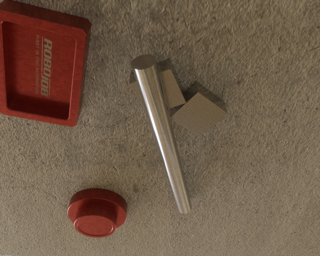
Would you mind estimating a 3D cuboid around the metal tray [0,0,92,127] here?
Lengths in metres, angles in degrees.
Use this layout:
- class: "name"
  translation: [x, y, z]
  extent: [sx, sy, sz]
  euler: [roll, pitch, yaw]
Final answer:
- class: "metal tray"
  translation: [-0.131, -0.065, 0.346]
  extent: [0.091, 0.030, 0.129]
  euler: [11, 129, -10]

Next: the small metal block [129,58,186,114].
- class: "small metal block"
  translation: [-0.002, -0.048, 0.367]
  extent: [0.050, 0.025, 0.050]
  euler: [-18, 128, 14]

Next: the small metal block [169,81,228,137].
- class: "small metal block"
  translation: [0.047, -0.023, 0.389]
  extent: [0.050, 0.025, 0.050]
  euler: [32, 123, -25]

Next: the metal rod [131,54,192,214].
- class: "metal rod"
  translation: [0.012, 0.034, 0.413]
  extent: [0.025, 0.025, 0.299]
  euler: [-9, 137, 7]

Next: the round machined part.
- class: "round machined part"
  translation: [-0.106, 0.148, 0.521]
  extent: [0.099, 0.042, 0.097]
  euler: [-1, 130, 0]
